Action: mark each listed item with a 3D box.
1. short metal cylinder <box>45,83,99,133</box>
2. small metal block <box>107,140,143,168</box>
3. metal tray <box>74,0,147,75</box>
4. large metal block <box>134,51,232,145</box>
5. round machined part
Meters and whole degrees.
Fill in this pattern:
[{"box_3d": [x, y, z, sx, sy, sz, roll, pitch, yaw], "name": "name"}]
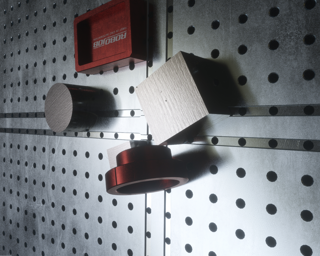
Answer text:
[{"box_3d": [-0.148, -0.033, 0.515, 0.080, 0.050, 0.080, 0, 90, 40], "name": "short metal cylinder"}, {"box_3d": [-0.047, 0.049, 0.448, 0.050, 0.025, 0.050, -22, 77, 38], "name": "small metal block"}, {"box_3d": [-0.079, -0.137, 0.471, 0.130, 0.030, 0.089, -5, 87, 40], "name": "metal tray"}, {"box_3d": [0.025, -0.032, 0.372, 0.080, 0.050, 0.080, -34, 69, 35], "name": "large metal block"}, {"box_3d": [-0.017, 0.051, 0.377, 0.098, 0.099, 0.042, -25, 64, 37], "name": "round machined part"}]
